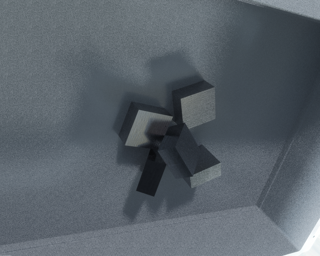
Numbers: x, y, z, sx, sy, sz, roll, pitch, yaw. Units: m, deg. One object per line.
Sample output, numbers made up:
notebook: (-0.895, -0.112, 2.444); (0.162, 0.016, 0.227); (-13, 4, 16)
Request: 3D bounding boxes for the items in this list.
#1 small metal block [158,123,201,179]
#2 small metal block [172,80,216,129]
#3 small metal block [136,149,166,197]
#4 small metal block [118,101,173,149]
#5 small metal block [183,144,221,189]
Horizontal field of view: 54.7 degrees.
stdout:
small metal block: (0.027, 0.030, 0.404); (0.025, 0.050, 0.050); (-15, 120, 30)
small metal block: (0.046, -0.031, 0.417); (0.050, 0.025, 0.050); (-20, 127, -17)
small metal block: (-0.009, 0.055, 0.420); (0.025, 0.050, 0.050); (19, 112, -1)
small metal block: (-0.019, -0.002, 0.398); (0.050, 0.025, 0.050); (10, 113, -33)
small metal block: (0.055, 0.056, 0.459); (0.050, 0.050, 0.025); (-21, 127, -17)
